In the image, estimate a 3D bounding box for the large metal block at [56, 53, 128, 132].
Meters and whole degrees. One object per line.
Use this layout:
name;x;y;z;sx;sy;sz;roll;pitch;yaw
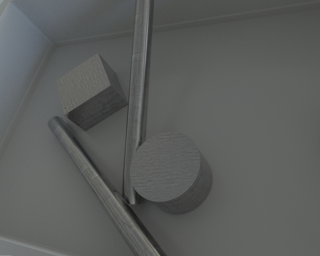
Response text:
large metal block;-0.105;-0.055;0.477;0.080;0.050;0.080;-31;52;7

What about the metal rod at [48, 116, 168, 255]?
metal rod;-0.084;0.060;0.391;0.025;0.025;0.300;-46;46;-4

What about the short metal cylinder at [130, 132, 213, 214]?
short metal cylinder;0.014;0.051;0.349;0.080;0.050;0.080;-12;57;19

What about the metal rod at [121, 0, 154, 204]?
metal rod;-0.026;-0.056;0.397;0.025;0.025;0.299;-2;78;27
